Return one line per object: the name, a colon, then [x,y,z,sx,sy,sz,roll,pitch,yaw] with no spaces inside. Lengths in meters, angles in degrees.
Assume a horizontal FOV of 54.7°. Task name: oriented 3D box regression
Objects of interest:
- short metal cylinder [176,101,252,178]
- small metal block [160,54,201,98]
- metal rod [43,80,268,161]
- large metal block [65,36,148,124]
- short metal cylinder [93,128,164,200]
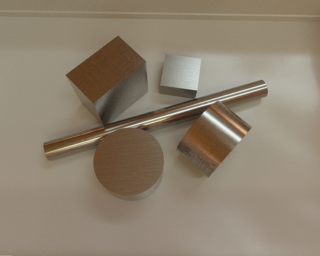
short metal cylinder: [0.065,0.014,0.375,0.050,0.080,0.080,41,75,13]
small metal block: [0.029,-0.073,0.435,0.050,0.025,0.050,8,70,2]
metal rod: [0.000,-0.013,0.413,0.302,0.025,0.025,-16,71,-7]
large metal block: [-0.063,-0.057,0.400,0.080,0.080,0.050,-42,76,-14]
short metal cylinder: [-0.036,0.045,0.377,0.081,0.050,0.080,0,70,0]
